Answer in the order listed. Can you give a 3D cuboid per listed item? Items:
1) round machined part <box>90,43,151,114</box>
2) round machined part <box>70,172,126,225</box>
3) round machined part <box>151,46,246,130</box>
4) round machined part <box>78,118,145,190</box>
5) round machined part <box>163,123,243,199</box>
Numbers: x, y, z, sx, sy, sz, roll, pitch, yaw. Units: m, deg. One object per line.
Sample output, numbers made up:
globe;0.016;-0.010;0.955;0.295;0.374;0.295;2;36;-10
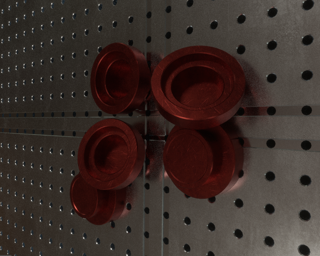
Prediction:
round machined part;-0.051;-0.068;0.438;0.098;0.042;0.097;0;90;39
round machined part;-0.103;0.102;0.480;0.098;0.042;0.097;0;90;39
round machined part;0.042;-0.040;0.341;0.099;0.042;0.098;-3;60;6
round machined part;-0.064;0.038;0.437;0.098;0.042;0.098;-7;74;25
round machined part;0.042;0.034;0.362;0.098;0.042;0.097;0;90;39
